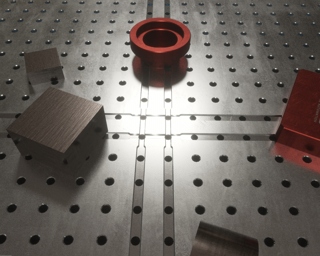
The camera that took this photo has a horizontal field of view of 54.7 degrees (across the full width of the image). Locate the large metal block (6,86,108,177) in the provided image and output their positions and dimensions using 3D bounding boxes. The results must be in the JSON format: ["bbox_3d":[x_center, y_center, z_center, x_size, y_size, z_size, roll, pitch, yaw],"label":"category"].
[{"bbox_3d":[-0.124,0.002,0.388,0.080,0.050,0.080,20,53,15],"label":"large metal block"}]

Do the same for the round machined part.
[{"bbox_3d":[0.000,-0.138,0.513,0.099,0.042,0.098,0,50,0],"label":"round machined part"}]

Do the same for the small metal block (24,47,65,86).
[{"bbox_3d":[-0.182,-0.098,0.487,0.050,0.025,0.050,-15,52,-13],"label":"small metal block"}]

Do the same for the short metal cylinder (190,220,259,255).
[{"bbox_3d":[0.048,0.127,0.266,0.050,0.080,0.080,16,52,12],"label":"short metal cylinder"}]

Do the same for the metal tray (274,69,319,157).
[{"bbox_3d":[0.220,-0.021,0.425,0.090,0.030,0.130,22,53,17],"label":"metal tray"}]
